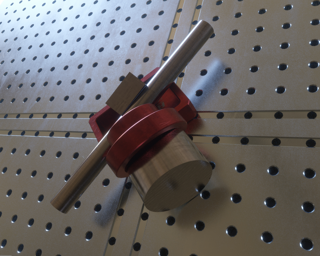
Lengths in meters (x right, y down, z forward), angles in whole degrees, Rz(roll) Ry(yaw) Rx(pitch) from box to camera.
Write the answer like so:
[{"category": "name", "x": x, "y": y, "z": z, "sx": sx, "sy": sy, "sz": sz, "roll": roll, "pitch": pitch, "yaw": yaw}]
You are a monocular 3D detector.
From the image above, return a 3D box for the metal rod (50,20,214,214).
[{"category": "metal rod", "x": -0.030, "y": -0.021, "z": 0.396, "sx": 0.025, "sy": 0.025, "sz": 0.300, "roll": 32, "pitch": 79, "yaw": 37}]

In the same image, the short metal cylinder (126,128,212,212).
[{"category": "short metal cylinder", "x": 0.009, "y": 0.046, "z": 0.337, "sx": 0.080, "sy": 0.080, "sz": 0.050, "roll": -37, "pitch": 51, "yaw": 3}]

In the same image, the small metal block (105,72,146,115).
[{"category": "small metal block", "x": -0.042, "y": -0.044, "z": 0.412, "sx": 0.025, "sy": 0.050, "sz": 0.050, "roll": 38, "pitch": 93, "yaw": 1}]

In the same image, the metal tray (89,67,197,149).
[{"category": "metal tray", "x": -0.027, "y": -0.015, "z": 0.426, "sx": 0.130, "sy": 0.030, "sz": 0.090, "roll": -37, "pitch": 51, "yaw": 3}]

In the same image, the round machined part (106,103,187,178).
[{"category": "round machined part", "x": -0.020, "y": 0.010, "z": 0.351, "sx": 0.098, "sy": 0.098, "sz": 0.042, "roll": -39, "pitch": 73, "yaw": 1}]
